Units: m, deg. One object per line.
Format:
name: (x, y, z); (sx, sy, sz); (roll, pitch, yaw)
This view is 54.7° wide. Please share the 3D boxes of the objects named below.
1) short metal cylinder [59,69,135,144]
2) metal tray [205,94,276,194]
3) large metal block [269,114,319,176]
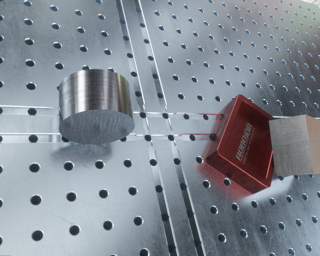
short metal cylinder: (-0.071, -0.021, 0.347); (0.081, 0.080, 0.050); (5, 60, -26)
metal tray: (0.130, 0.020, 0.462); (0.090, 0.030, 0.130); (34, 51, -6)
large metal block: (0.205, 0.028, 0.455); (0.081, 0.050, 0.080); (7, 75, -49)
